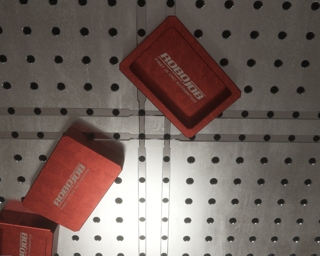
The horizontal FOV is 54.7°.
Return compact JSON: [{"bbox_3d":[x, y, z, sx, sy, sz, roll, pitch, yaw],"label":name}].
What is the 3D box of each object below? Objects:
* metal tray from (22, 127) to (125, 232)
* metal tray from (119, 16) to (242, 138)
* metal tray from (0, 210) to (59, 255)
[{"bbox_3d":[-0.122,0.075,0.437,0.090,0.030,0.129,32,107,-12],"label":"metal tray"},{"bbox_3d":[0.026,-0.062,0.388,0.090,0.030,0.130,-41,106,13],"label":"metal tray"},{"bbox_3d":[-0.210,0.195,0.479,0.091,0.030,0.129,10,110,-4],"label":"metal tray"}]
